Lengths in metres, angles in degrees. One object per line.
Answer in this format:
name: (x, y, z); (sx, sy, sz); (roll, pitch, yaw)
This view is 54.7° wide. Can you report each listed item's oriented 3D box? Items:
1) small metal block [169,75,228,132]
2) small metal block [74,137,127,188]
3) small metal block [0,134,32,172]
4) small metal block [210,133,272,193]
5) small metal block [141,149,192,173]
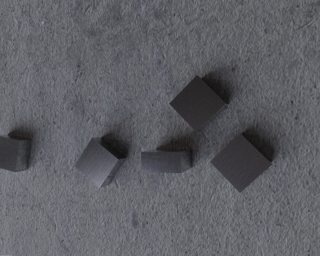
small metal block: (0.049, -0.030, 0.392); (0.050, 0.025, 0.050); (-45, 76, 14)
small metal block: (-0.084, 0.048, 0.439); (0.050, 0.025, 0.050); (37, 102, 16)
small metal block: (-0.236, 0.039, 0.492); (0.050, 0.025, 0.050); (10, 93, 19)
small metal block: (0.098, 0.041, 0.374); (0.050, 0.025, 0.050); (-47, 76, 14)
small metal block: (0.010, 0.041, 0.392); (0.050, 0.050, 0.025); (-2, 90, 20)
